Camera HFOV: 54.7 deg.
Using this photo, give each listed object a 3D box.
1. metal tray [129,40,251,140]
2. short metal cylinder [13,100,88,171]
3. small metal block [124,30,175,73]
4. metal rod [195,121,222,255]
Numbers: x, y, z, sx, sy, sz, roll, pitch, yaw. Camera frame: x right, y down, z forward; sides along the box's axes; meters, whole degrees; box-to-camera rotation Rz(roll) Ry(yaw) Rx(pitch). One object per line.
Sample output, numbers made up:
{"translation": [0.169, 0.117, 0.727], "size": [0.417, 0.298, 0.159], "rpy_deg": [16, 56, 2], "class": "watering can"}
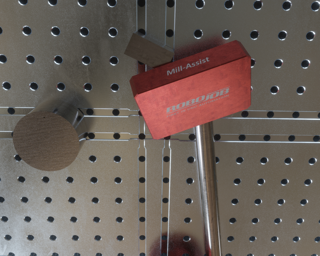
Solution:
{"translation": [0.040, -0.041, 0.367], "size": [0.131, 0.030, 0.090], "rpy_deg": [-19, 142, 2], "class": "metal tray"}
{"translation": [-0.139, 0.009, 0.401], "size": [0.081, 0.050, 0.079], "rpy_deg": [0, 110, -1], "class": "short metal cylinder"}
{"translation": [-0.012, -0.091, 0.366], "size": [0.050, 0.050, 0.025], "rpy_deg": [25, 108, -9], "class": "small metal block"}
{"translation": [0.076, 0.126, 0.461], "size": [0.025, 0.025, 0.298], "rpy_deg": [-7, 110, 2], "class": "metal rod"}
